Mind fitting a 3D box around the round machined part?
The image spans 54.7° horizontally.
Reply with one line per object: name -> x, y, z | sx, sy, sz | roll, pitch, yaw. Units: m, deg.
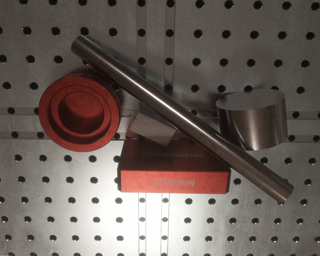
round machined part -> -0.098, -0.022, 0.395 | 0.099, 0.042, 0.097 | 0, 110, -1

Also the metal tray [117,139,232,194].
metal tray -> 0.016, 0.046, 0.395 | 0.131, 0.090, 0.030 | 1, 111, -1

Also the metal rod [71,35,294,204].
metal rod -> 0.021, -0.014, 0.362 | 0.300, 0.025, 0.025 | 36, 107, 5

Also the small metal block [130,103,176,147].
small metal block -> -0.009, -0.006, 0.398 | 0.050, 0.050, 0.025 | 25, 108, -9

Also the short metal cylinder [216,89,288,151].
short metal cylinder -> 0.113, -0.012, 0.381 | 0.080, 0.080, 0.050 | -11, 110, 4
